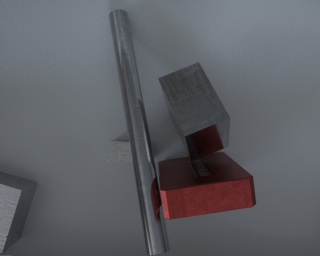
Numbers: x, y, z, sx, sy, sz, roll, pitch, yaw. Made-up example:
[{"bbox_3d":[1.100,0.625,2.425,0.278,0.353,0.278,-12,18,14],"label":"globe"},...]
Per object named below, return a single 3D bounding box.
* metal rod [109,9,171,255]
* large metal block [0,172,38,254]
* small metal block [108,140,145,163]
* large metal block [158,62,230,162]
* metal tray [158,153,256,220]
[{"bbox_3d":[-0.028,-0.009,0.369,0.025,0.025,0.299,-11,73,0],"label":"metal rod"},{"bbox_3d":[-0.216,0.101,0.396,0.080,0.050,0.080,17,90,-1],"label":"large metal block"},{"bbox_3d":[-0.037,0.030,0.398,0.050,0.050,0.025,4,90,-1],"label":"small metal block"},{"bbox_3d":[0.042,-0.017,0.371,0.050,0.080,0.080,-23,63,0],"label":"large metal block"},{"bbox_3d":[0.046,0.060,0.358,0.091,0.130,0.030,-8,96,0],"label":"metal tray"}]
